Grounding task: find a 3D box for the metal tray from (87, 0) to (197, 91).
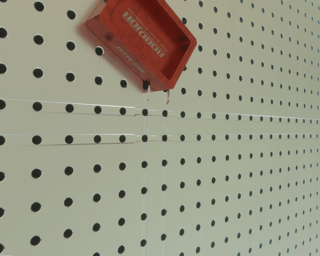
[{"bbox_3d":[-0.016,-0.120,0.393,0.130,0.030,0.090,41,65,-33],"label":"metal tray"}]
